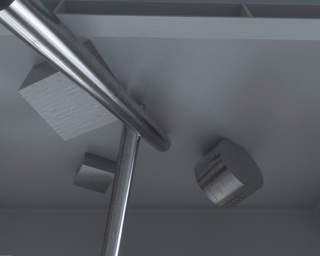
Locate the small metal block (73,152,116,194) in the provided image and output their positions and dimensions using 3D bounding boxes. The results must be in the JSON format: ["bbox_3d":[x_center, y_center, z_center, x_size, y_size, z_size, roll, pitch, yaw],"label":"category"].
[{"bbox_3d":[-0.097,0.068,0.466,0.050,0.025,0.050,20,127,-17],"label":"small metal block"}]

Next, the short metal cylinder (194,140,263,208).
[{"bbox_3d":[0.095,0.063,0.428,0.080,0.080,0.050,28,124,-22],"label":"short metal cylinder"}]

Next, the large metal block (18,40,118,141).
[{"bbox_3d":[-0.096,-0.041,0.356,0.080,0.050,0.080,-20,128,16],"label":"large metal block"}]

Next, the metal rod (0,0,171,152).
[{"bbox_3d":[-0.039,-0.024,0.294,0.025,0.025,0.300,-15,159,12],"label":"metal rod"}]

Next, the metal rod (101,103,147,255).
[{"bbox_3d":[-0.057,0.113,0.416,0.025,0.025,0.298,9,102,-8],"label":"metal rod"}]
